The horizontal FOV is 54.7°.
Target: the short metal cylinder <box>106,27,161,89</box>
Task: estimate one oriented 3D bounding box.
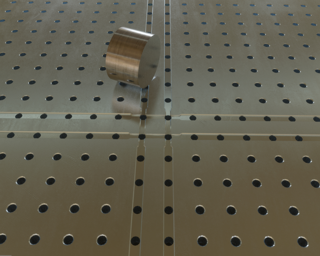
[{"bbox_3d":[-0.038,-0.104,0.459,0.050,0.080,0.080,18,52,14],"label":"short metal cylinder"}]
